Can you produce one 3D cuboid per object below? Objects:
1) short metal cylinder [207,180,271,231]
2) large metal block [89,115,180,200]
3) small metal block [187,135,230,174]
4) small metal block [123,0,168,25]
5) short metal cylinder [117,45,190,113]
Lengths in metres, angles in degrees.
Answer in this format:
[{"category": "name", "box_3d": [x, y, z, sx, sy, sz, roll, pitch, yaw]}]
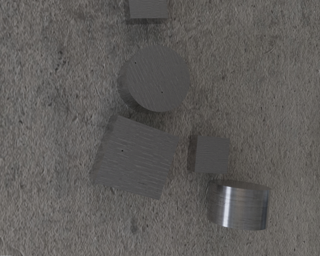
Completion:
[{"category": "short metal cylinder", "box_3d": [0.106, 0.101, 0.419, 0.081, 0.080, 0.050, 6, 88, -20]}, {"category": "large metal block", "box_3d": [-0.033, 0.036, 0.384, 0.080, 0.050, 0.080, 20, 83, -19]}, {"category": "small metal block", "box_3d": [0.068, 0.037, 0.434, 0.050, 0.025, 0.050, 6, 88, -20]}, {"category": "small metal block", "box_3d": [-0.020, -0.163, 0.402, 0.050, 0.025, 0.050, -8, 93, -20]}, {"category": "short metal cylinder", "box_3d": [-0.009, -0.059, 0.392, 0.081, 0.050, 0.080, 0, 90, -20]}]
